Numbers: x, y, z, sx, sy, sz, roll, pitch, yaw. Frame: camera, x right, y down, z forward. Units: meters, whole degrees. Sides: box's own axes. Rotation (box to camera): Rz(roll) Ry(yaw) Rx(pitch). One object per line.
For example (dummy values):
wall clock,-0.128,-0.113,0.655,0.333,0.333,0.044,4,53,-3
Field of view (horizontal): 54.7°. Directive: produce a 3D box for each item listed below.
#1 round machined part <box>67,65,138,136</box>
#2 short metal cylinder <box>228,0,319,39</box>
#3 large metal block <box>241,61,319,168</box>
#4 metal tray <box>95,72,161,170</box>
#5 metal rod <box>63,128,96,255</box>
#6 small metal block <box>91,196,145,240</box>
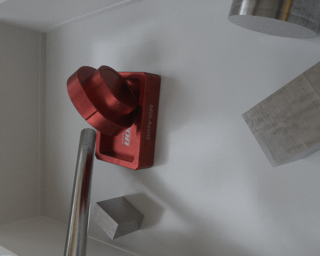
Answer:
round machined part,-0.066,-0.041,0.397,0.042,0.098,0.098,-36,68,19
short metal cylinder,0.108,-0.116,0.281,0.080,0.081,0.050,23,104,37
large metal block,0.131,-0.011,0.262,0.080,0.081,0.050,-39,67,33
metal tray,-0.048,-0.013,0.440,0.090,0.030,0.129,9,95,39
metal rod,-0.103,0.112,0.395,0.025,0.025,0.300,-45,33,30
small metal block,-0.060,0.125,0.437,0.050,0.050,0.025,32,110,35
